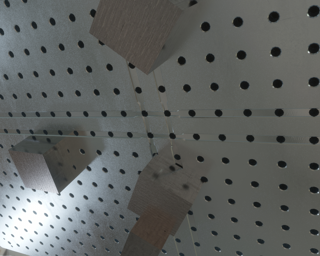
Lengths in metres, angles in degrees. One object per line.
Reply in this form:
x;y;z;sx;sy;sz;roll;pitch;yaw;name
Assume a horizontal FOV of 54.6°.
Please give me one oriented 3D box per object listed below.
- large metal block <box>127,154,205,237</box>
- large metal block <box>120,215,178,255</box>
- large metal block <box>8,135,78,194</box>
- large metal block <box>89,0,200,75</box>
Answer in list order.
0.007;0.098;0.452;0.080;0.050;0.079;28;128;10;large metal block
-0.014;0.168;0.488;0.050;0.080;0.079;29;128;10;large metal block
-0.203;0.062;0.542;0.080;0.050;0.080;3;120;26;large metal block
-0.018;-0.118;0.332;0.080;0.050;0.080;37;129;3;large metal block
